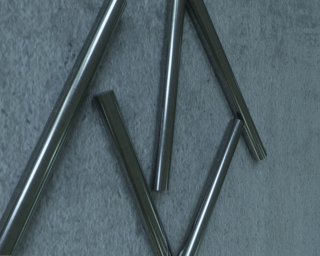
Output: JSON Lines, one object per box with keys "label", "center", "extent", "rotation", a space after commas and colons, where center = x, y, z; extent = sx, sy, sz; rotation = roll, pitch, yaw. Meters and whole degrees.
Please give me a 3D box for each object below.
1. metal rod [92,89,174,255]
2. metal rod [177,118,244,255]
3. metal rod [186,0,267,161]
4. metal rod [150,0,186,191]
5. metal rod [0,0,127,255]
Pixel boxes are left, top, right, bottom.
{"label": "metal rod", "center": [-0.019, 0.097, 0.390], "extent": [0.025, 0.025, 0.298], "rotation": [-30, 109, -36]}
{"label": "metal rod", "center": [0.067, 0.108, 0.442], "extent": [0.025, 0.025, 0.300], "rotation": [47, 56, -30]}
{"label": "metal rod", "center": [0.113, -0.069, 0.502], "extent": [0.025, 0.025, 0.299], "rotation": [-44, 117, -31]}
{"label": "metal rod", "center": [0.013, -0.068, 0.417], "extent": [0.025, 0.025, 0.298], "rotation": [9, 84, -40]}
{"label": "metal rod", "center": [-0.099, -0.015, 0.322], "extent": [0.025, 0.025, 0.299], "rotation": [32, 70, -36]}
